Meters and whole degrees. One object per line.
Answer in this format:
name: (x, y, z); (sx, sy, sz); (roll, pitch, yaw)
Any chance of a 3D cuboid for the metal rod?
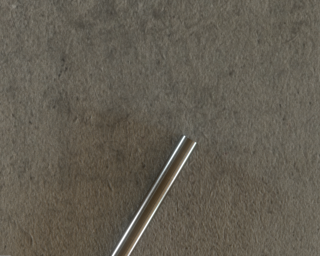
metal rod: (-0.037, 0.143, 0.409); (0.025, 0.025, 0.299); (31, 90, -1)
